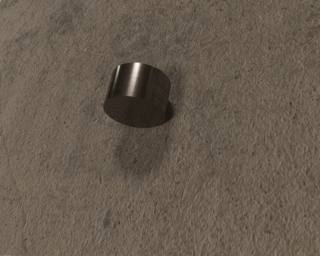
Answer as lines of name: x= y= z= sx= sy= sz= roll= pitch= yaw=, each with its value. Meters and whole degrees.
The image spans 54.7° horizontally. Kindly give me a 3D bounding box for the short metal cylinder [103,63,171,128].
short metal cylinder: x=-0.029 y=-0.041 z=0.407 sx=0.080 sy=0.080 sz=0.050 roll=-4 pitch=60 yaw=26
